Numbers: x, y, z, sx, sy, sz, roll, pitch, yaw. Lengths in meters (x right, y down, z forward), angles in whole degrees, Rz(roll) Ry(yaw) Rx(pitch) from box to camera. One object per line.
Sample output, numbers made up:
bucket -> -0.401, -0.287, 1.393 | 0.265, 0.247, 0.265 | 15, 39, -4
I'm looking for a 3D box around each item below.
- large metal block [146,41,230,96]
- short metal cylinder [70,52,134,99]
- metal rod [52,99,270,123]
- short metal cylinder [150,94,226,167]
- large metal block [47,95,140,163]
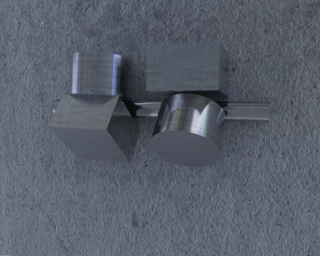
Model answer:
large metal block -> 0.037, -0.065, 0.367 | 0.080, 0.080, 0.050 | 2, 91, 20
short metal cylinder -> -0.076, -0.066, 0.407 | 0.080, 0.080, 0.050 | 4, 92, 20
metal rod -> -0.012, -0.025, 0.416 | 0.301, 0.025, 0.025 | 3, 91, 19
short metal cylinder -> 0.033, 0.005, 0.363 | 0.080, 0.080, 0.050 | 2, 56, 20
large metal block -> -0.082, 0.002, 0.403 | 0.080, 0.080, 0.050 | 3, 57, 19
